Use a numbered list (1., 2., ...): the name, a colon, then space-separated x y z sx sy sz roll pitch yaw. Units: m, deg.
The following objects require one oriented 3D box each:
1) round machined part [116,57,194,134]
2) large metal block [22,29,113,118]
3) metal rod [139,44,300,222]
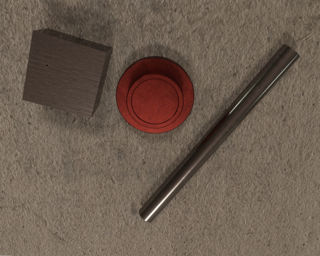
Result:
1. round machined part: -0.006 -0.038 0.387 0.099 0.042 0.097 0 110 -1
2. large metal block: -0.109 -0.066 0.371 0.080 0.050 0.079 16 109 -6
3. metal rod: 0.070 0.017 0.417 0.025 0.025 0.299 35 106 -13
